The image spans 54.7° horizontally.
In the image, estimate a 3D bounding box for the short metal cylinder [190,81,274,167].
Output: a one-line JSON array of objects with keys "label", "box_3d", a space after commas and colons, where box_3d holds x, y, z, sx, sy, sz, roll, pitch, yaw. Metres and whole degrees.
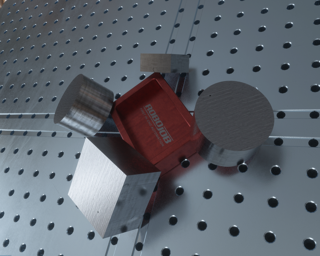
[{"label": "short metal cylinder", "box_3d": [0.075, -0.004, 0.335, 0.081, 0.050, 0.080, 1, 65, -1]}]

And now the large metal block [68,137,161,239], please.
[{"label": "large metal block", "box_3d": [-0.055, 0.065, 0.359, 0.080, 0.050, 0.079, 35, 112, 38]}]

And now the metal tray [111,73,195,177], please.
[{"label": "metal tray", "box_3d": [-0.007, -0.007, 0.412, 0.090, 0.030, 0.130, -35, 51, 4]}]

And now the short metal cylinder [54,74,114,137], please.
[{"label": "short metal cylinder", "box_3d": [-0.111, -0.031, 0.451, 0.080, 0.050, 0.080, -36, 38, 35]}]

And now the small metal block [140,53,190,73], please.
[{"label": "small metal block", "box_3d": [0.007, -0.093, 0.442, 0.050, 0.050, 0.025, 10, 104, 32]}]
